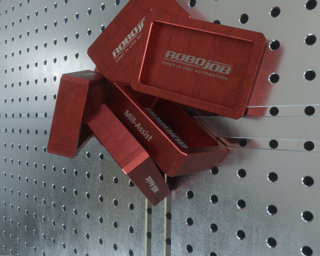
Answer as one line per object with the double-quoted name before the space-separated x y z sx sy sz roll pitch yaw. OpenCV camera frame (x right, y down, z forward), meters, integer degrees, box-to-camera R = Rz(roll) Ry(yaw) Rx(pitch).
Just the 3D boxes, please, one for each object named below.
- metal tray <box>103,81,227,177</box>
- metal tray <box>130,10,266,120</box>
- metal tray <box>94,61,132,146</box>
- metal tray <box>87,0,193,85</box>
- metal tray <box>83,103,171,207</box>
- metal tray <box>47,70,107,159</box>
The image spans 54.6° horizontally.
"metal tray" 0.005 -0.003 0.362 0.130 0.091 0.030 46 117 30
"metal tray" 0.039 -0.070 0.343 0.130 0.030 0.089 17 102 15
"metal tray" -0.071 -0.049 0.466 0.090 0.030 0.129 46 117 29
"metal tray" -0.026 -0.114 0.404 0.130 0.030 0.090 -44 66 15
"metal tray" -0.036 0.037 0.377 0.030 0.130 0.090 -38 60 -9
"metal tray" -0.100 -0.025 0.394 0.030 0.130 0.089 14 102 -4
